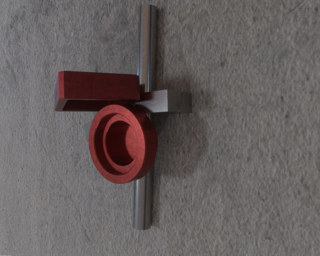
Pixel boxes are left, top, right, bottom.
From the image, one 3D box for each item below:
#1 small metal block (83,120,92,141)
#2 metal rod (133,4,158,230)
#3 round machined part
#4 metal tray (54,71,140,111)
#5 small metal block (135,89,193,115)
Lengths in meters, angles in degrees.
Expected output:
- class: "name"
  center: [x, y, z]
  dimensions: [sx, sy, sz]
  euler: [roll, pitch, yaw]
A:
- class: "small metal block"
  center: [-0.073, -0.001, 0.448]
  dimensions: [0.050, 0.050, 0.025]
  euler: [-24, 75, 37]
- class: "metal rod"
  center: [-0.020, -0.013, 0.421]
  dimensions: [0.025, 0.025, 0.298]
  euler: [3, 92, 39]
- class: "round machined part"
  center: [-0.042, 0.018, 0.392]
  dimensions: [0.098, 0.042, 0.097]
  euler: [3, 95, 37]
- class: "metal tray"
  center: [-0.087, -0.043, 0.404]
  dimensions: [0.130, 0.091, 0.030]
  euler: [170, 98, -69]
- class: "small metal block"
  center: [0.005, -0.031, 0.384]
  dimensions: [0.050, 0.050, 0.025]
  euler: [-2, 89, 39]
